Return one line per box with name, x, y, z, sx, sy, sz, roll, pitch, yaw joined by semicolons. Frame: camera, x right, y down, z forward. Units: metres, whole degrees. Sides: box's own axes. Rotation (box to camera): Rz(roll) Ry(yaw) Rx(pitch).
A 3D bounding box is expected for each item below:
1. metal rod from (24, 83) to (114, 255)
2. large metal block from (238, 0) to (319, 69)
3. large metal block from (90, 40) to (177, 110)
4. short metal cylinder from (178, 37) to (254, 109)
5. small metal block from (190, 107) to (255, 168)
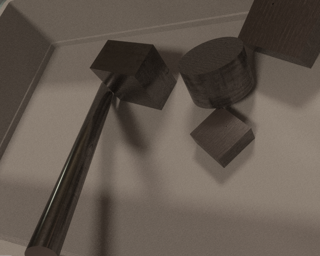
metal rod;-0.086;0.017;0.362;0.025;0.025;0.300;-22;29;15
large metal block;0.152;-0.125;0.367;0.080;0.050;0.080;32;105;37
large metal block;-0.035;-0.074;0.433;0.080;0.080;0.050;16;70;34
short metal cylinder;0.069;-0.068;0.379;0.080;0.050;0.080;-19;35;14
small metal block;0.072;0.009;0.361;0.050;0.025;0.050;-44;51;-3
